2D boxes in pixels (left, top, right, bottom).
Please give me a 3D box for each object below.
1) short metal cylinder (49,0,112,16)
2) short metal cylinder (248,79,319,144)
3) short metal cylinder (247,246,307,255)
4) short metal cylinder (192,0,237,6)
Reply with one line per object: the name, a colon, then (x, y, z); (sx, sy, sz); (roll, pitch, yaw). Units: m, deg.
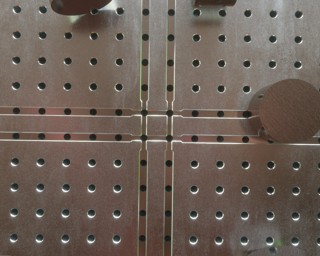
short metal cylinder: (-0.102, -0.182, 0.385); (0.080, 0.080, 0.050); (-18, 90, 0)
short metal cylinder: (0.161, -0.021, 0.402); (0.081, 0.050, 0.079); (0, 90, 0)
short metal cylinder: (0.149, 0.190, 0.387); (0.080, 0.080, 0.050); (-16, 90, 0)
short metal cylinder: (0.068, -0.194, 0.386); (0.050, 0.080, 0.079); (0, 90, 0)
